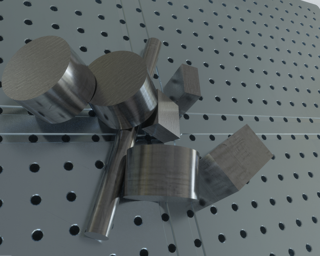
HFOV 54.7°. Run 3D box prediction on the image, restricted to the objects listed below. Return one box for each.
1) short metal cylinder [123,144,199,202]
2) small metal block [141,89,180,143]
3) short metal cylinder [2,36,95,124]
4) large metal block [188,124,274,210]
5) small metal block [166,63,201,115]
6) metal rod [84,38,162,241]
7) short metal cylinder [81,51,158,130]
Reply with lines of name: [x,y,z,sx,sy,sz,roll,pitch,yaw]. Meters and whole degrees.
short metal cylinder: [0.002,0.052,0.336,0.081,0.080,0.050,10,71,-23]
small metal block: [0.001,-0.015,0.402,0.050,0.025,0.050,35,45,-47]
short metal cylinder: [-0.118,-0.051,0.334,0.080,0.050,0.080,-8,62,16]
large metal block: [0.078,0.049,0.385,0.081,0.080,0.050,-31,79,-38]
small metal block: [0.033,-0.055,0.443,0.025,0.050,0.050,12,57,-22]
metal rod: [-0.036,-0.011,0.395,0.025,0.025,0.300,23,53,-14]
short metal cylinder: [-0.047,-0.045,0.369,0.080,0.050,0.080,-7,58,11]
